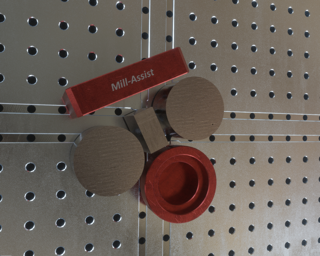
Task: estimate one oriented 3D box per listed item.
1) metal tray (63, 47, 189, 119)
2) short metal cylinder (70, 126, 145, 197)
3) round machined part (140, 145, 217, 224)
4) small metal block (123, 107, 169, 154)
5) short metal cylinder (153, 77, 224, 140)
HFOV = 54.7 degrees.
[{"bbox_3d":[-0.043,-0.050,0.358,0.131,0.090,0.030,-25,99,-18],"label":"metal tray"},{"bbox_3d":[-0.064,0.037,0.372,0.081,0.050,0.079,0,90,-20],"label":"short metal cylinder"},{"bbox_3d":[0.021,0.071,0.407,0.099,0.042,0.097,0,90,-20],"label":"round machined part"},{"bbox_3d":[-0.018,0.002,0.388,0.025,0.050,0.050,-27,99,-18],"label":"small metal block"},{"bbox_3d":[0.036,-0.024,0.409,0.081,0.050,0.079,0,90,-20],"label":"short metal cylinder"}]
